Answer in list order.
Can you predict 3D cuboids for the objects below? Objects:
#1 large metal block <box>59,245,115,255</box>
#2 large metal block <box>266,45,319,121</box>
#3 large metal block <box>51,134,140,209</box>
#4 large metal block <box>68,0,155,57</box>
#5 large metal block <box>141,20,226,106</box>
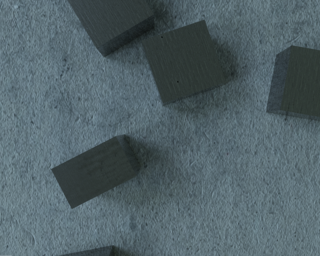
[{"bbox_3d":[-0.096,0.206,0.397,0.080,0.050,0.080,-11,90,0],"label":"large metal block"},{"bbox_3d":[0.192,-0.054,0.399,0.080,0.050,0.080,10,90,0],"label":"large metal block"},{"bbox_3d":[-0.073,0.049,0.382,0.080,0.080,0.050,-27,90,0],"label":"large metal block"},{"bbox_3d":[-0.062,-0.151,0.397,0.080,0.050,0.080,-31,90,0],"label":"large metal block"},{"bbox_3d":[0.029,-0.080,0.397,0.080,0.050,0.080,-19,90,0],"label":"large metal block"}]
